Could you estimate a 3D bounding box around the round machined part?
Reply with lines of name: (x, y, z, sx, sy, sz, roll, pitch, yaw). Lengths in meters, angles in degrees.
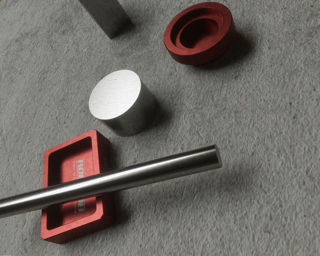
round machined part: (0.058, -0.128, 0.440, 0.098, 0.042, 0.098, -13, 56, 20)

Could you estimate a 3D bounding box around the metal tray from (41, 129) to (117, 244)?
metal tray: (-0.109, 0.074, 0.410, 0.090, 0.030, 0.130, -23, 53, 13)

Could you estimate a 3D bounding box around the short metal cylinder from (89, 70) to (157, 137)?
short metal cylinder: (-0.051, -0.034, 0.434, 0.080, 0.050, 0.080, -13, 56, 20)

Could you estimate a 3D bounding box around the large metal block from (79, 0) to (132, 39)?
large metal block: (-0.106, -0.220, 0.557, 0.050, 0.080, 0.080, -39, 51, 2)

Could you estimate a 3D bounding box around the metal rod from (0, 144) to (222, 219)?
metal rod: (-0.078, 0.068, 0.362, 0.301, 0.025, 0.025, -16, 55, 17)
